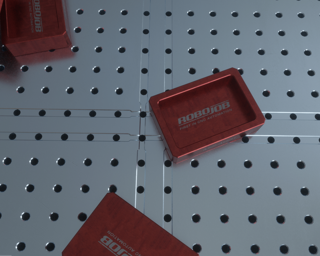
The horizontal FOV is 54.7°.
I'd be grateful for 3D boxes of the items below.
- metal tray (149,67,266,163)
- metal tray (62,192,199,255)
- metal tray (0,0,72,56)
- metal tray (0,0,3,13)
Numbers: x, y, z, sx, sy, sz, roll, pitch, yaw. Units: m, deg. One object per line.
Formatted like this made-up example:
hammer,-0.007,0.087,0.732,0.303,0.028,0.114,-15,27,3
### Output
metal tray,0.061,-0.019,0.416,0.131,0.030,0.090,-21,72,-8
metal tray,-0.032,0.147,0.355,0.130,0.030,0.090,34,73,11
metal tray,-0.191,-0.178,0.471,0.091,0.030,0.129,-12,71,-5
metal tray,-0.269,-0.168,0.444,0.090,0.030,0.130,-10,68,28
